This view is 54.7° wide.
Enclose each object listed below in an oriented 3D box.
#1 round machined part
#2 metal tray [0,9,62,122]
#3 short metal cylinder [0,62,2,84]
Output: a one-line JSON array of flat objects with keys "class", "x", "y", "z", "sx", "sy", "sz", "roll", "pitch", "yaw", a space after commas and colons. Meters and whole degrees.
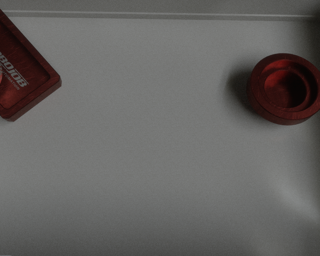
[{"class": "round machined part", "x": 0.166, "y": -0.049, "z": 0.420, "sx": 0.099, "sy": 0.042, "sz": 0.098, "roll": 0, "pitch": 70, "yaw": -1}, {"class": "metal tray", "x": -0.210, "y": -0.085, "z": 0.415, "sx": 0.090, "sy": 0.030, "sz": 0.130, "roll": -42, "pitch": 93, "yaw": -14}, {"class": "short metal cylinder", "x": -0.237, "y": -0.073, "z": 0.366, "sx": 0.081, "sy": 0.050, "sz": 0.080, "roll": 2, "pitch": 82, "yaw": -13}]
